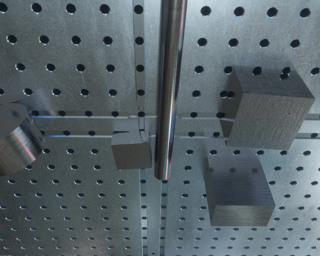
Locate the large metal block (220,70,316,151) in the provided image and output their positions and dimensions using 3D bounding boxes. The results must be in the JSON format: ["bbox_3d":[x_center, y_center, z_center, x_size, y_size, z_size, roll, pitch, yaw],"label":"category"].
[{"bbox_3d":[0.126,-0.021,0.380,0.081,0.050,0.079,4,130,-4],"label":"large metal block"}]

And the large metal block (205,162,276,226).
[{"bbox_3d":[0.114,0.097,0.460,0.081,0.080,0.050,1,130,-1],"label":"large metal block"}]

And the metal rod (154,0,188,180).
[{"bbox_3d":[0.010,-0.043,0.374,0.025,0.025,0.298,2,130,-2],"label":"metal rod"}]

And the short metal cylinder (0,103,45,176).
[{"bbox_3d":[-0.193,0.013,0.384,0.080,0.080,0.050,-9,130,7],"label":"short metal cylinder"}]

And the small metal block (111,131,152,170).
[{"bbox_3d":[-0.039,0.032,0.438,0.050,0.025,0.050,-4,130,2],"label":"small metal block"}]
